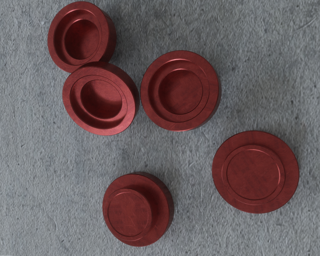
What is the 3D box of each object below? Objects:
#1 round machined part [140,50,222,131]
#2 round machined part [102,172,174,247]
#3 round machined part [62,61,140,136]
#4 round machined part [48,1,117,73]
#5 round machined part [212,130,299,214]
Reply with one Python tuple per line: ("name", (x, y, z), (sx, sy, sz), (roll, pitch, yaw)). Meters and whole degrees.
("round machined part", (0.028, -0.045, 0.390), (0.098, 0.042, 0.097), (0, 90, 20))
("round machined part", (-0.034, 0.110, 0.412), (0.098, 0.042, 0.097), (0, 90, 20))
("round machined part", (-0.074, -0.042, 0.412), (0.098, 0.042, 0.097), (6, 121, 10))
("round machined part", (-0.104, -0.122, 0.437), (0.098, 0.042, 0.097), (0, 90, 20))
("round machined part", (0.109, 0.052, 0.361), (0.098, 0.042, 0.097), (0, 90, 20))
